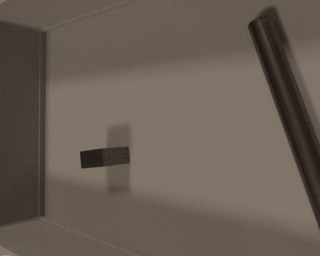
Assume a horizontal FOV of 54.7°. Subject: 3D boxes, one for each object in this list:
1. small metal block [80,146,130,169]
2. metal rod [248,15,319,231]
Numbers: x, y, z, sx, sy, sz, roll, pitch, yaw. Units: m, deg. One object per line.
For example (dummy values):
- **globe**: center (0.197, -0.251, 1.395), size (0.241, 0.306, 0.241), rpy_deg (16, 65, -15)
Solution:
- **small metal block**: center (-0.080, 0.043, 0.454), size (0.050, 0.050, 0.025), rpy_deg (-10, 84, 39)
- **metal rod**: center (0.141, 0.032, 0.289), size (0.025, 0.025, 0.299), rpy_deg (-24, 75, 37)
